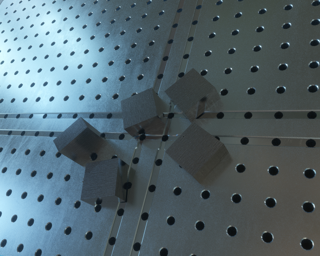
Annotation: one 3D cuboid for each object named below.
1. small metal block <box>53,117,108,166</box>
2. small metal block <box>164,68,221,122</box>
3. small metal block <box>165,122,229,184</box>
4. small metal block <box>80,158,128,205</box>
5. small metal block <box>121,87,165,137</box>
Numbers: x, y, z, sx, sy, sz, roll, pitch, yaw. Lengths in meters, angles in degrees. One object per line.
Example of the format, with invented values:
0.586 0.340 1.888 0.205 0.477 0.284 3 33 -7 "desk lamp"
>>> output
-0.111 0.020 0.436 0.050 0.050 0.025 -42 51 0 "small metal block"
0.043 -0.044 0.412 0.050 0.025 0.050 -39 51 1 "small metal block"
0.044 0.029 0.367 0.050 0.025 0.050 -47 52 -5 "small metal block"
-0.071 0.070 0.401 0.050 0.025 0.050 -12 57 21 "small metal block"
-0.025 -0.022 0.433 0.050 0.025 0.050 -22 54 14 "small metal block"
